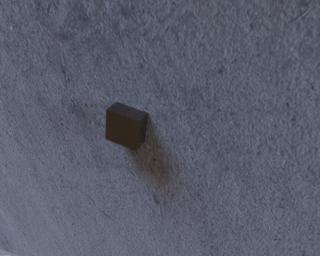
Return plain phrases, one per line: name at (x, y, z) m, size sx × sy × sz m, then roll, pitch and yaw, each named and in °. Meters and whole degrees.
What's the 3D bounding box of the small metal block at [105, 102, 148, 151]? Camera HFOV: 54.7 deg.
small metal block at (-0.047, -0.002, 0.428) m, size 0.050 × 0.025 × 0.050 m, roll 20°, pitch 126°, yaw 16°
